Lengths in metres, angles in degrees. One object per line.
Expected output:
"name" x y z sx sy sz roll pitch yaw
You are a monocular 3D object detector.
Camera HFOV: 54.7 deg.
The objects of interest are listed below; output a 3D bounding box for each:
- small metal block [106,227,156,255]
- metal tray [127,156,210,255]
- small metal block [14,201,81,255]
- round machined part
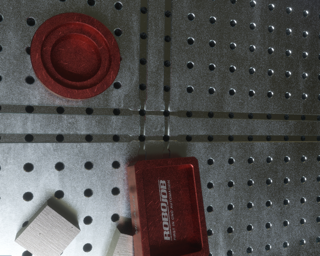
"small metal block" -0.039 0.162 0.399 0.050 0.025 0.050 22 83 -19
"metal tray" 0.010 0.105 0.398 0.091 0.030 0.129 -2 80 -25
"small metal block" -0.131 0.123 0.365 0.050 0.025 0.050 44 76 -15
"round machined part" -0.100 -0.081 0.367 0.099 0.042 0.097 0 90 -20
